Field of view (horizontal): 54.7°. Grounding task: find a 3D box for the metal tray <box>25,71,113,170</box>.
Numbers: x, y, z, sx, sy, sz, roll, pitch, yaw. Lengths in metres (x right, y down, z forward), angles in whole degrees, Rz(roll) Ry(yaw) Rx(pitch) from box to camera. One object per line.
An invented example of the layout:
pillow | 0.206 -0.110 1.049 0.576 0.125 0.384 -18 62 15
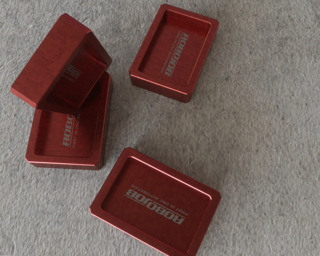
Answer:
metal tray | -0.115 -0.013 0.408 0.091 0.030 0.130 3 70 0

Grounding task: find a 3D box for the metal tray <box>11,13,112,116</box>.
metal tray | -0.101 -0.062 0.348 0.030 0.130 0.090 34 90 1

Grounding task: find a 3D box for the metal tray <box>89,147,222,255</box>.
metal tray | -0.005 0.091 0.371 0.130 0.030 0.090 26 72 8

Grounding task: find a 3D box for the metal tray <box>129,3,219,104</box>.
metal tray | 0.022 -0.109 0.445 0.090 0.030 0.130 20 71 7
